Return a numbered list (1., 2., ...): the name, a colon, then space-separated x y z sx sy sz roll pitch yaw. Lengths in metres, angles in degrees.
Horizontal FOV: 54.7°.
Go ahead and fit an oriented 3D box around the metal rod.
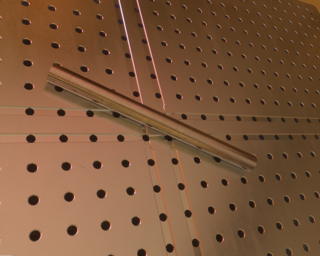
1. metal rod: 0.000 -0.008 0.415 0.302 0.025 0.025 24 53 -14
